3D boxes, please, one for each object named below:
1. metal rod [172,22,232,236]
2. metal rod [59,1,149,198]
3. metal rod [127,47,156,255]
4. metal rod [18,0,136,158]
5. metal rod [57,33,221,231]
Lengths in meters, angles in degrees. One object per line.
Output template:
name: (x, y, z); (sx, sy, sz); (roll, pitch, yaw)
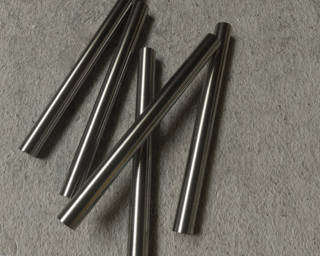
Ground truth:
metal rod: (0.061, -0.013, 0.413); (0.025, 0.025, 0.299); (13, 70, 4)
metal rod: (-0.069, -0.050, 0.425); (0.025, 0.025, 0.299); (15, 71, 5)
metal rod: (-0.022, 0.031, 0.396); (0.025, 0.025, 0.299); (2, 70, 0)
metal rod: (-0.104, -0.094, 0.441); (0.025, 0.025, 0.300); (24, 72, 8)
metal rod: (-0.014, -0.009, 0.383); (0.025, 0.025, 0.300); (34, 72, 11)
